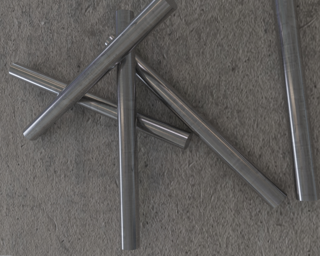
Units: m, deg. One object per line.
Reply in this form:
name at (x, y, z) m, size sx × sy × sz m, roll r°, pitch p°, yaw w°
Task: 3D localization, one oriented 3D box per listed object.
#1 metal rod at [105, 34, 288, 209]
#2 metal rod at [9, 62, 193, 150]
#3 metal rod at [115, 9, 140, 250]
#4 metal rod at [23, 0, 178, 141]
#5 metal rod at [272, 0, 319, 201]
metal rod at (0.036, -0.018, 0.396) m, size 0.300 × 0.025 × 0.025 m, roll 45°, pitch 104°, yaw 14°
metal rod at (-0.096, -0.037, 0.442) m, size 0.301 × 0.025 × 0.025 m, roll 22°, pitch 98°, yaw 18°
metal rod at (-0.042, 0.002, 0.395) m, size 0.025 × 0.025 × 0.298 m, roll -2°, pitch 90°, yaw 20°
metal rod at (-0.095, -0.063, 0.402) m, size 0.299 × 0.025 × 0.025 m, roll -34°, pitch 79°, yaw 32°
metal rod at (0.151, -0.069, 0.355) m, size 0.025 × 0.025 × 0.298 m, roll -7°, pitch 88°, yaw 20°
